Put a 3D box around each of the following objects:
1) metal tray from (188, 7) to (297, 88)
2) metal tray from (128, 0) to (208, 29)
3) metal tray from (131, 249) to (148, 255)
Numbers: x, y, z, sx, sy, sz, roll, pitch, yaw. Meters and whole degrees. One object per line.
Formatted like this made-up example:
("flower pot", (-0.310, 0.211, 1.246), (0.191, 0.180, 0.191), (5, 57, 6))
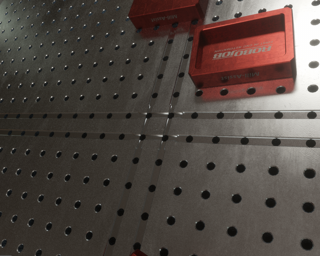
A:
("metal tray", (0.108, -0.105, 0.411), (0.130, 0.030, 0.090), (-4, 60, 25))
("metal tray", (0.017, -0.221, 0.530), (0.130, 0.030, 0.090), (1, 62, 28))
("metal tray", (-0.036, 0.176, 0.259), (0.030, 0.090, 0.130), (25, 65, 25))
